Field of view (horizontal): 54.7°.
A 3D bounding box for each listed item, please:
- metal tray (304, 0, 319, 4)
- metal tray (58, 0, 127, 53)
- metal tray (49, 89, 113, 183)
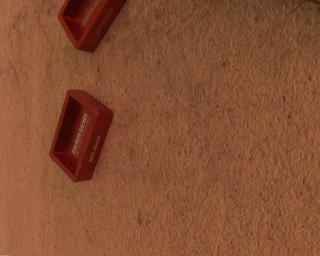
[{"bbox_3d":[0.157,-0.159,0.272,0.130,0.030,0.089,35,112,34],"label":"metal tray"},{"bbox_3d":[-0.107,-0.197,0.489,0.129,0.030,0.090,-48,62,29],"label":"metal tray"},{"bbox_3d":[-0.133,0.012,0.511,0.090,0.030,0.129,34,111,34],"label":"metal tray"}]
